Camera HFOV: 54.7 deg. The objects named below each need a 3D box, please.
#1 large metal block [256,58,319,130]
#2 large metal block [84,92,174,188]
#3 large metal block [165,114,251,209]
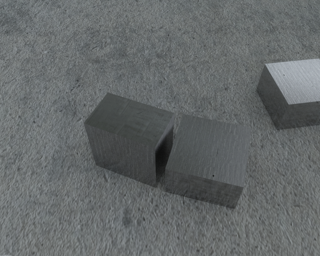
[{"bbox_3d":[0.192,-0.048,0.428,0.081,0.050,0.080,-7,50,-6],"label":"large metal block"},{"bbox_3d":[-0.032,0.015,0.354,0.080,0.080,0.050,18,53,14],"label":"large metal block"},{"bbox_3d":[0.055,0.037,0.356,0.080,0.050,0.080,12,51,10],"label":"large metal block"}]
